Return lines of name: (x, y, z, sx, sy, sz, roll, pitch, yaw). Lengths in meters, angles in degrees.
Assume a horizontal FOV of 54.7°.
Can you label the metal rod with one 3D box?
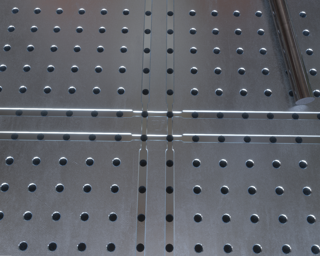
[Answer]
metal rod: (0.187, -0.177, 0.477, 0.025, 0.025, 0.299, -5, 70, -2)
